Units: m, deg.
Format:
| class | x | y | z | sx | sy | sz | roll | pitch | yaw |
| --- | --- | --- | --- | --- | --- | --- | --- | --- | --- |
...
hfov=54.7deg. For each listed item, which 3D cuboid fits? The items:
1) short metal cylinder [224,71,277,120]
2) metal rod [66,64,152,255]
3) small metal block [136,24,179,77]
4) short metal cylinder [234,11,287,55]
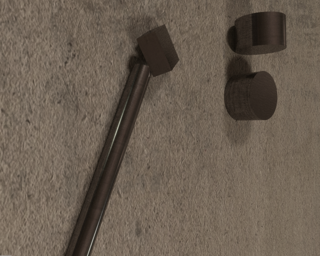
| class | x | y | z | sx | sy | sz | roll | pitch | yaw |
| --- | --- | --- | --- | --- | --- | --- | --- | --- | --- |
| short metal cylinder | 0.153 | -0.053 | 0.520 | 0.081 | 0.050 | 0.079 | 0 | 90 | -40 |
| metal rod | -0.065 | 0.064 | 0.351 | 0.025 | 0.025 | 0.299 | 28 | 72 | -37 |
| small metal block | -0.001 | -0.099 | 0.391 | 0.050 | 0.025 | 0.050 | 65 | 24 | -20 |
| short metal cylinder | 0.165 | -0.153 | 0.510 | 0.081 | 0.080 | 0.050 | -4 | 93 | -40 |
